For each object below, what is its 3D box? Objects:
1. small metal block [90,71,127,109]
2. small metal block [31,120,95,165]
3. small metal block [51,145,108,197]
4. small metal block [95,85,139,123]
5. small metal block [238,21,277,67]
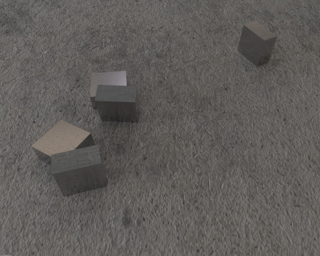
[{"bbox_3d":[-0.073,-0.055,0.449,0.050,0.025,0.050,-5,50,-4],"label":"small metal block"},{"bbox_3d":[-0.117,0.022,0.380,0.050,0.025,0.050,22,53,24],"label":"small metal block"},{"bbox_3d":[-0.089,0.048,0.346,0.050,0.050,0.025,-12,52,-10],"label":"small metal block"},{"bbox_3d":[-0.055,-0.031,0.410,0.050,0.050,0.025,2,61,2],"label":"small metal block"},{"bbox_3d":[0.156,-0.137,0.503,0.025,0.050,0.050,-23,54,-18],"label":"small metal block"}]
